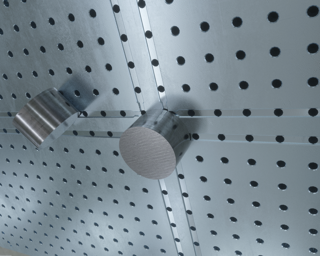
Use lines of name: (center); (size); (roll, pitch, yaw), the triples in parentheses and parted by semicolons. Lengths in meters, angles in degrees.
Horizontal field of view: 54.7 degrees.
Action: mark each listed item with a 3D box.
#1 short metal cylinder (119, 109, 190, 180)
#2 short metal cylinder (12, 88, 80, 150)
short metal cylinder: (-0.007, 0.021, 0.412); (0.080, 0.050, 0.079); (13, 124, 21)
short metal cylinder: (-0.165, -0.013, 0.455); (0.050, 0.080, 0.080); (45, 129, -3)
